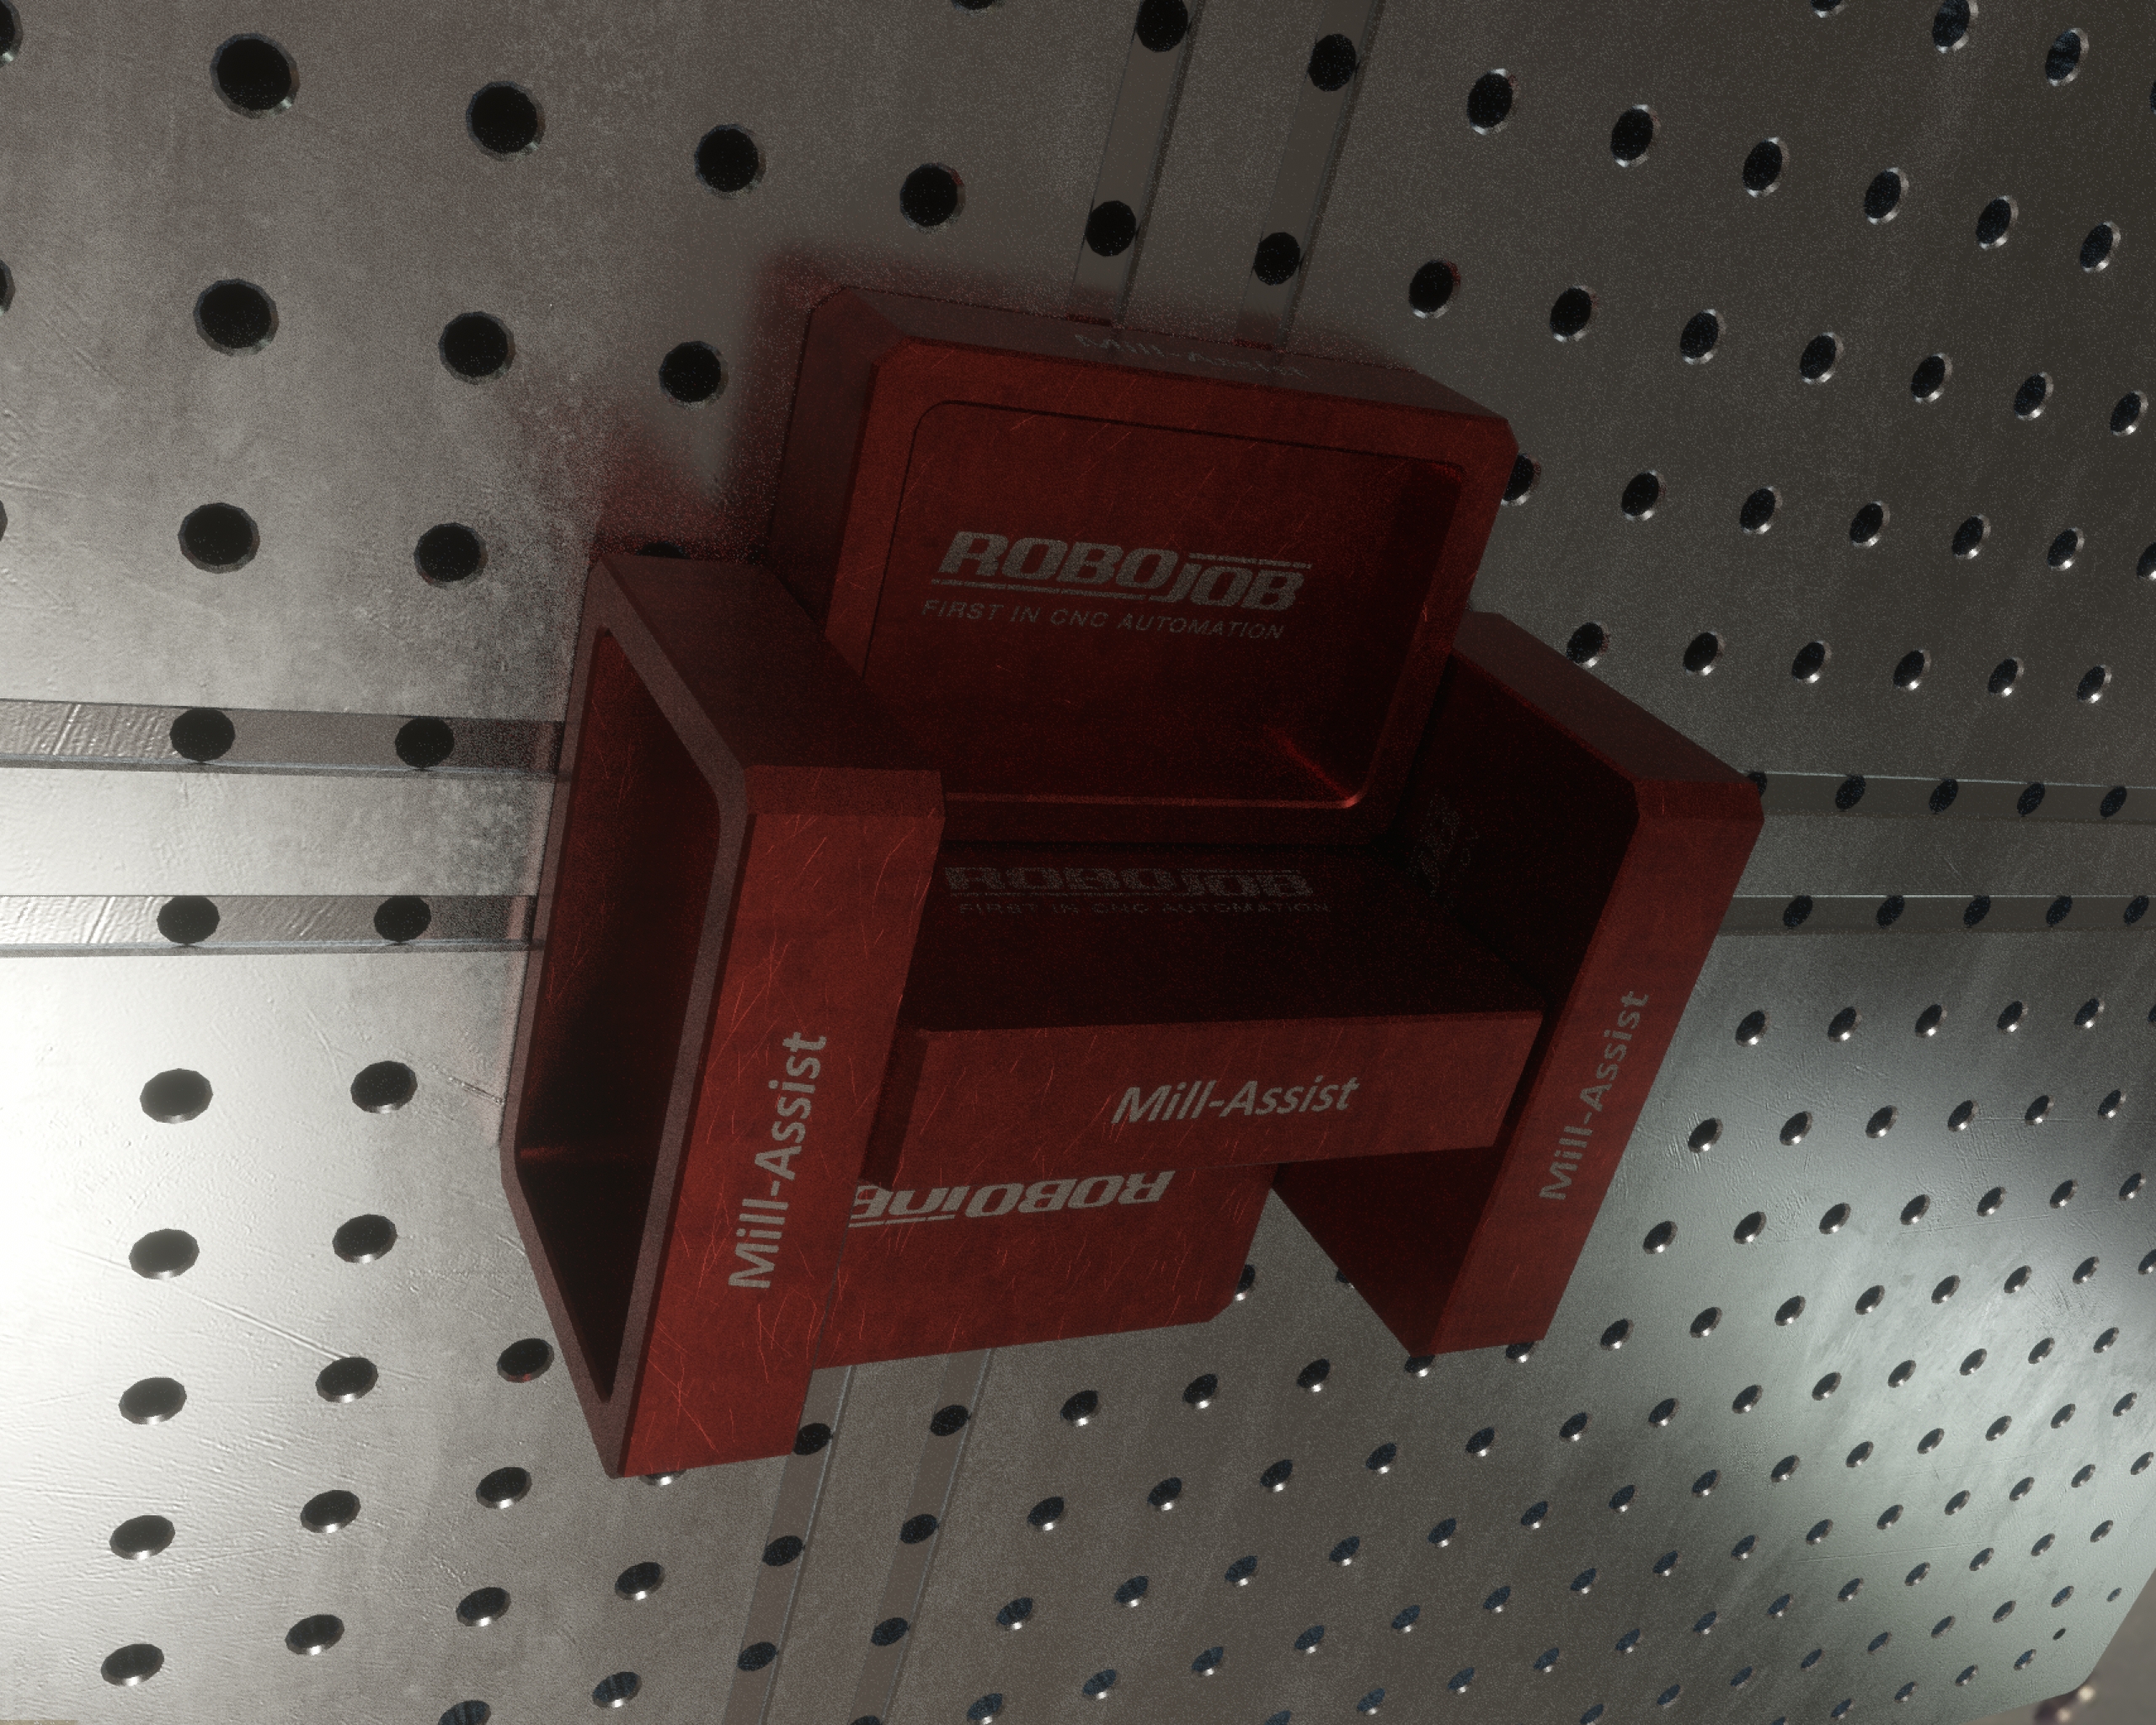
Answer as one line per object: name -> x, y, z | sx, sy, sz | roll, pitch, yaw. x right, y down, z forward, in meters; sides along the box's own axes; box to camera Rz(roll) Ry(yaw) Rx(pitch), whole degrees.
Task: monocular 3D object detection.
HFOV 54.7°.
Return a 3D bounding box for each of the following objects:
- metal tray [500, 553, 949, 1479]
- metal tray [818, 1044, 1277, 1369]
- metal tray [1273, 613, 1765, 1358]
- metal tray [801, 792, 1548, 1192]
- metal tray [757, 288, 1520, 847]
metal tray -> -0.065, 0.024, 0.349 | 0.030, 0.090, 0.129 | 1, 118, -29
metal tray -> -0.019, 0.057, 0.433 | 0.131, 0.030, 0.089 | 0, 118, -29
metal tray -> 0.078, 0.023, 0.427 | 0.030, 0.090, 0.129 | 1, 118, -29
metal tray -> 0.008, 0.018, 0.384 | 0.131, 0.090, 0.030 | 1, 118, -29
metal tray -> 0.010, -0.049, 0.384 | 0.131, 0.030, 0.089 | 0, 118, -29
